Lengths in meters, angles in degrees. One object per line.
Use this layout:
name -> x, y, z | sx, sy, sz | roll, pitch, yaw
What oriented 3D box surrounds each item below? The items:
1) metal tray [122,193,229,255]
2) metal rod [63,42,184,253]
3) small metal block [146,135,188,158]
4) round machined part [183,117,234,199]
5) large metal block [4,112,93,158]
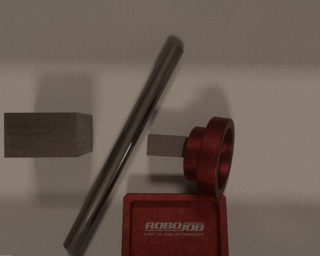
metal tray -> 0.019, 0.130, 0.398 | 0.131, 0.030, 0.090 | 0, 75, -1
metal rod -> -0.048, 0.025, 0.410 | 0.025, 0.025, 0.299 | 27, 90, -1
small metal block -> 0.009, 0.022, 0.399 | 0.050, 0.050, 0.025 | 4, 90, 0
round machined part -> 0.060, 0.034, 0.380 | 0.042, 0.098, 0.097 | 9, 90, 23
large metal block -> -0.132, 0.008, 0.382 | 0.081, 0.080, 0.050 | 0, 90, -1
